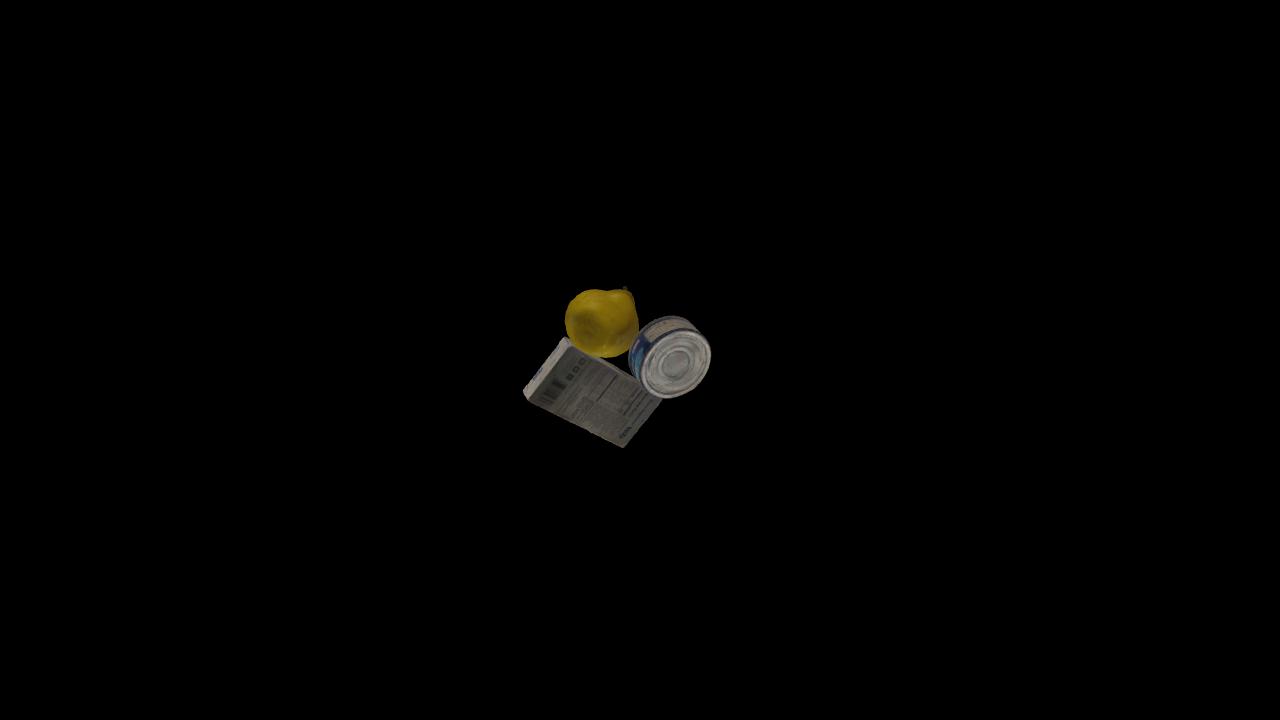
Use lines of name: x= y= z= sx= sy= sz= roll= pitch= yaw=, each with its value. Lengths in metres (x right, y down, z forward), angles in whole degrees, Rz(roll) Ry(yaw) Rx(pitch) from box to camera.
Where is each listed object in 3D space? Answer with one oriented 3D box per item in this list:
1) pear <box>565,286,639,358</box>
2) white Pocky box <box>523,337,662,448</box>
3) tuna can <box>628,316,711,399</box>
pear: x=-0.028 y=-0.049 z=0.670 sx=0.080 sy=0.080 sz=0.111 roll=0 pitch=26 yaw=34
white Pocky box: x=-0.052 y=0.042 z=0.724 sx=0.154 sy=0.084 sz=0.028 roll=32 pitch=11 yaw=-36
tuna can: x=0.032 y=-0.001 z=0.645 sx=0.084 sy=0.084 sz=0.034 roll=0 pitch=29 yaw=-26
